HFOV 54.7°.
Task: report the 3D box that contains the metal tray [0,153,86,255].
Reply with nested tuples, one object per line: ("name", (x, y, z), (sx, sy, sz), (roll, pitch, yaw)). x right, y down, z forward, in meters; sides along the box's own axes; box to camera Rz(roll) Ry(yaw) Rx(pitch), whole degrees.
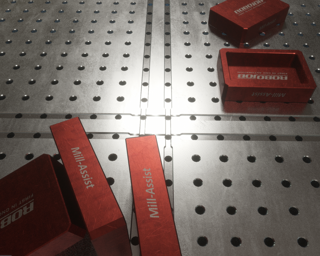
("metal tray", (-0.146, 0.095, 0.298), (0.130, 0.030, 0.090), (-31, 55, -2))

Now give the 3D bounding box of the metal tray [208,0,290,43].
("metal tray", (0.168, -0.216, 0.589), (0.131, 0.030, 0.090), (-32, 57, -25))

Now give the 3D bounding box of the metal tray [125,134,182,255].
("metal tray", (-0.008, 0.082, 0.295), (0.030, 0.089, 0.130), (-8, 51, -7))

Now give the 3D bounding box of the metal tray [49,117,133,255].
("metal tray", (-0.070, 0.063, 0.311), (0.030, 0.089, 0.130), (-21, 53, -17))

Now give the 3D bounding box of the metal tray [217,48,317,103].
("metal tray", (0.158, -0.082, 0.475), (0.131, 0.030, 0.090), (2, 50, 1))
